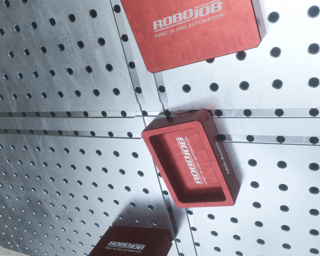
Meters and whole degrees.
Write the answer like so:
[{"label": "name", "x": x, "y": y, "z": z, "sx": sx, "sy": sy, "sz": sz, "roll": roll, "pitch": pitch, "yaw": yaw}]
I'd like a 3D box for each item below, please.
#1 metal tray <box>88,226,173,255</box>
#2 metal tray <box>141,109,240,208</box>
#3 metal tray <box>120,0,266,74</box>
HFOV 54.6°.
[{"label": "metal tray", "x": -0.055, "y": 0.214, "z": 0.531, "sx": 0.130, "sy": 0.090, "sz": 0.030, "roll": -8, "pitch": 115, "yaw": 31}, {"label": "metal tray", "x": 0.042, "y": 0.046, "z": 0.414, "sx": 0.090, "sy": 0.030, "sz": 0.130, "roll": -12, "pitch": 113, "yaw": 33}, {"label": "metal tray", "x": 0.032, "y": -0.115, "z": 0.320, "sx": 0.130, "sy": 0.030, "sz": 0.090, "roll": -8, "pitch": 115, "yaw": 31}]
